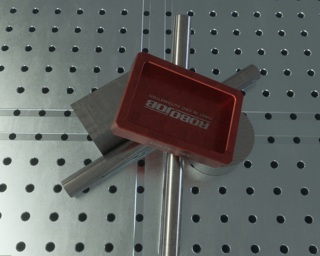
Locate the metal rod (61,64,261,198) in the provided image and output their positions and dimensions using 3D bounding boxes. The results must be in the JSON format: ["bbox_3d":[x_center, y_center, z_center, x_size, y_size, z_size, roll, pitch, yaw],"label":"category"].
[{"bbox_3d":[0.010,-0.002,0.413,0.301,0.025,0.025,-32,74,-12],"label":"metal rod"}]

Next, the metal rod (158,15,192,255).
[{"bbox_3d":[0.020,0.000,0.388,0.025,0.025,0.299,4,79,1],"label":"metal rod"}]

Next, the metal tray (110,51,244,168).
[{"bbox_3d":[0.022,-0.018,0.341,0.131,0.030,0.090,19,70,-13],"label":"metal tray"}]

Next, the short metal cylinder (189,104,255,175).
[{"bbox_3d":[0.072,0.016,0.392,0.081,0.050,0.080,0,70,0],"label":"short metal cylinder"}]

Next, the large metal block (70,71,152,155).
[{"bbox_3d":[-0.054,-0.014,0.386,0.080,0.080,0.050,-32,74,-11],"label":"large metal block"}]
